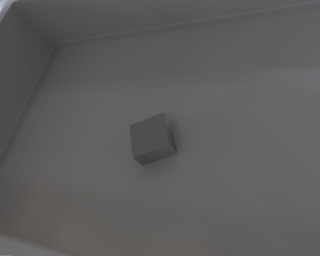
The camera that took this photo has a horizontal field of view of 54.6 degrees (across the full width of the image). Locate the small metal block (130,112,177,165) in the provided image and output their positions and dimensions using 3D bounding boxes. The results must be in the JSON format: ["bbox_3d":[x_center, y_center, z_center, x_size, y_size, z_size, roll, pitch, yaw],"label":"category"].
[{"bbox_3d":[-0.009,0.014,0.403,0.050,0.025,0.050,-21,54,16],"label":"small metal block"}]
